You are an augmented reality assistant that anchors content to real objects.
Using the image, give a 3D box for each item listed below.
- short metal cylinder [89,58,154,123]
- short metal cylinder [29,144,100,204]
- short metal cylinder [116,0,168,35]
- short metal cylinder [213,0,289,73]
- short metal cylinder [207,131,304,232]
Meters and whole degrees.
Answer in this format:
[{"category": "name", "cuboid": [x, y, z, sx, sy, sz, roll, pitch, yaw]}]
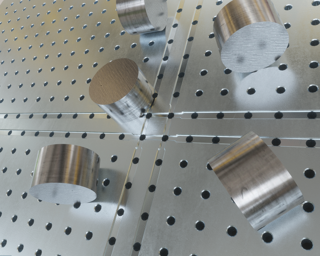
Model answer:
[{"category": "short metal cylinder", "cuboid": [-0.055, -0.055, 0.453, 0.080, 0.050, 0.080, -13, 56, 20]}, {"category": "short metal cylinder", "cuboid": [-0.119, 0.061, 0.396, 0.080, 0.080, 0.050, -14, 56, 20]}, {"category": "short metal cylinder", "cuboid": [-0.028, -0.196, 0.506, 0.050, 0.080, 0.080, -1, 61, 27]}, {"category": "short metal cylinder", "cuboid": [0.111, -0.115, 0.385, 0.080, 0.080, 0.050, -18, 55, 17]}, {"category": "short metal cylinder", "cuboid": [0.089, 0.050, 0.296, 0.050, 0.080, 0.080, -35, 52, 5]}]
